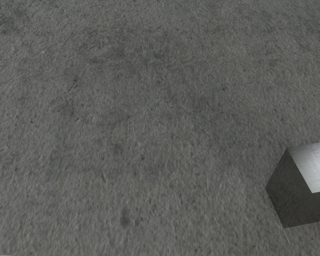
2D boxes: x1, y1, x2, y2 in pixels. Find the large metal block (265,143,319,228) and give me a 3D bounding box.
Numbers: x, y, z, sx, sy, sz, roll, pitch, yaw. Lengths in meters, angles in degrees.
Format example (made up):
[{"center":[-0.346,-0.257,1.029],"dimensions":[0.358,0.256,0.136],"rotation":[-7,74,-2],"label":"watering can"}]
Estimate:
[{"center":[0.167,0.058,0.321],"dimensions":[0.081,0.080,0.050],"rotation":[-8,51,-7],"label":"large metal block"}]
